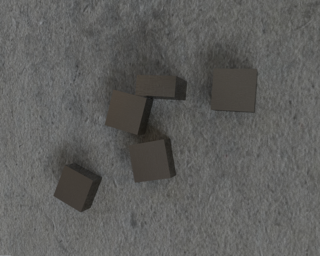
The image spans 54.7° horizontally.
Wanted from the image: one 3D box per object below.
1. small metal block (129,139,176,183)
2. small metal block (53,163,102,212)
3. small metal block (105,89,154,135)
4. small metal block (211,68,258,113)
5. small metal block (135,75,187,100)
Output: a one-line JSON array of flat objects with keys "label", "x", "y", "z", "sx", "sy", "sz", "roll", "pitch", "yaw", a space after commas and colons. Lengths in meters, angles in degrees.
[{"label": "small metal block", "x": -0.010, "y": 0.043, "z": 0.412, "sx": 0.050, "sy": 0.025, "sz": 0.050, "roll": -11, "pitch": 87, "yaw": 19}, {"label": "small metal block", "x": -0.119, "y": 0.085, "z": 0.450, "sx": 0.050, "sy": 0.025, "sz": 0.050, "roll": 25, "pitch": 98, "yaw": 18}, {"label": "small metal block", "x": -0.042, "y": -0.021, "z": 0.423, "sx": 0.050, "sy": 0.025, "sz": 0.050, "roll": 16, "pitch": 95, "yaw": 19}, {"label": "small metal block", "x": 0.091, "y": -0.045, "z": 0.377, "sx": 0.050, "sy": 0.025, "sz": 0.050, "roll": 4, "pitch": 92, "yaw": 19}, {"label": "small metal block", "x": 0.003, "y": -0.051, "z": 0.394, "sx": 0.050, "sy": 0.050, "sz": 0.025, "roll": 5, "pitch": 92, "yaw": 19}]
